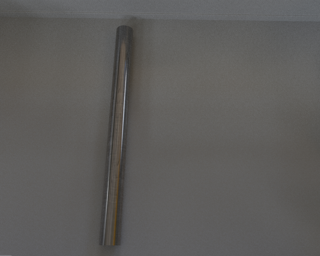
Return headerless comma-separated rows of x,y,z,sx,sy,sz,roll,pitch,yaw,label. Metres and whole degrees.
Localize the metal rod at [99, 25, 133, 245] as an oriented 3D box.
-0.055,-0.005,0.411,0.025,0.025,0.299,1,70,0,metal rod
